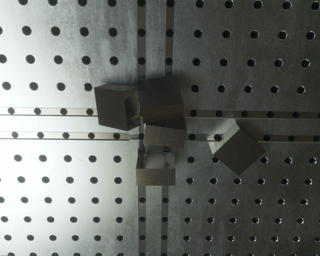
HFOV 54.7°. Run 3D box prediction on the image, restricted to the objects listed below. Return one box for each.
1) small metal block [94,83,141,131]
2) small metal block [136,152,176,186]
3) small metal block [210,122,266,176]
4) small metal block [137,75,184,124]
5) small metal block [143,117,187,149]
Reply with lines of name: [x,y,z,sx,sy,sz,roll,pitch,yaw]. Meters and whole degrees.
small metal block: [-0.053,-0.027,0.389,0.050,0.025,0.050,11,115,35]
small metal block: [-0.005,0.054,0.420,0.050,0.050,0.025,0,110,-1]
small metal block: [0.106,0.029,0.426,0.050,0.025,0.050,39,105,-14]
small metal block: [0.000,-0.036,0.382,0.050,0.050,0.025,-9,141,-1]
small metal block: [0.006,0.001,0.400,0.050,0.050,0.025,8,112,-3]
